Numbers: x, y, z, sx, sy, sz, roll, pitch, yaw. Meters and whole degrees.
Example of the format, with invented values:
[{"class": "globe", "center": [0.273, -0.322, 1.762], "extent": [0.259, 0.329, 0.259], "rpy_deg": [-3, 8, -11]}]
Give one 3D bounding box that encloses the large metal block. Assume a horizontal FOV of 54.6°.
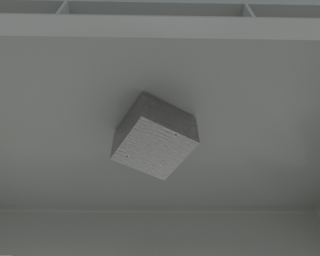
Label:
[{"class": "large metal block", "center": [-0.008, 0.013, 0.399], "extent": [0.080, 0.050, 0.080], "rpy_deg": [25, 125, -20]}]
